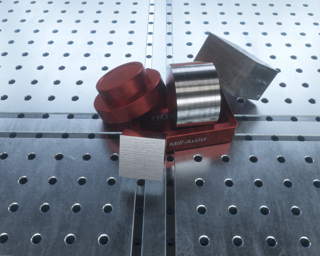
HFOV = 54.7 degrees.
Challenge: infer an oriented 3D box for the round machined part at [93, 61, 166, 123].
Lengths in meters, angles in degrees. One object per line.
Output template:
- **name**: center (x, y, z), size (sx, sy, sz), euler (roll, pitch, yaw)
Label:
- **round machined part**: center (-0.045, -0.053, 0.411), size (0.098, 0.042, 0.098), euler (-19, 33, 13)

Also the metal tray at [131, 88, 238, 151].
- **metal tray**: center (0.026, -0.017, 0.415), size (0.131, 0.030, 0.090), euler (-9, 51, -8)

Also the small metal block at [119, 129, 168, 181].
- **small metal block**: center (-0.019, 0.031, 0.358), size (0.050, 0.050, 0.025), euler (6, 16, 5)

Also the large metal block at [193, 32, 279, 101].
- **large metal block**: center (0.105, -0.083, 0.432), size (0.081, 0.050, 0.080), euler (0, 38, -51)

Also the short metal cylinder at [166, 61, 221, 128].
- **short metal cylinder**: center (0.038, -0.042, 0.386), size (0.050, 0.080, 0.080), euler (-6, 50, -6)
